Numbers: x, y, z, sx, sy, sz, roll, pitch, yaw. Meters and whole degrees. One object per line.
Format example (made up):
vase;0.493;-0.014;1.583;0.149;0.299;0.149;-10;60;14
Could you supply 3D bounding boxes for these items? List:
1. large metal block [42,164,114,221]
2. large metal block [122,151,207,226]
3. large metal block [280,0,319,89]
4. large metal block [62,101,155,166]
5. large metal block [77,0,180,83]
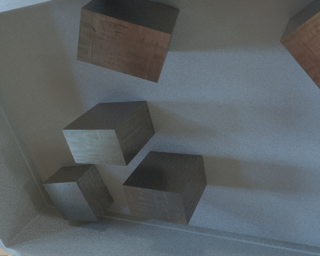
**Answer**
large metal block;-0.139;0.111;0.532;0.080;0.050;0.080;-9;114;32
large metal block;0.009;0.076;0.414;0.080;0.080;0.050;3;120;26
large metal block;0.149;-0.085;0.242;0.050;0.080;0.080;48;129;-6
large metal block;-0.064;0.005;0.408;0.080;0.080;0.050;0;118;28
large metal block;-0.029;-0.097;0.315;0.080;0.080;0.050;16;127;-1
